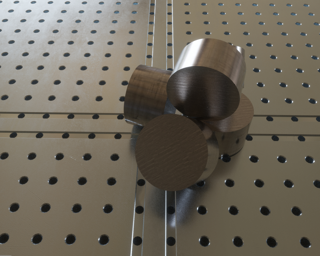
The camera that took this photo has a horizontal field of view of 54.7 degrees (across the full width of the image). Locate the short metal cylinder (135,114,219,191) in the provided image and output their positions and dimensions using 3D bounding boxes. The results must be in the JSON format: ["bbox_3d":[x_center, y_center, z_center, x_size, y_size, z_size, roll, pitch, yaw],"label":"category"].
[{"bbox_3d":[0.020,0.026,0.342,0.080,0.050,0.080,-1,87,23],"label":"short metal cylinder"}]

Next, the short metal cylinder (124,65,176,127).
[{"bbox_3d":[-0.008,-0.038,0.403,0.050,0.080,0.080,15,52,12],"label":"short metal cylinder"}]

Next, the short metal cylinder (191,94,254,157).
[{"bbox_3d":[0.074,-0.009,0.398,0.081,0.050,0.080,0,49,0],"label":"short metal cylinder"}]

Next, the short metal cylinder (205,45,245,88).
[{"bbox_3d":[0.076,-0.081,0.431,0.080,0.080,0.050,2,90,1],"label":"short metal cylinder"}]

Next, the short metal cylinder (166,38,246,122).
[{"bbox_3d":[0.053,-0.053,0.350,0.080,0.080,0.050,14,51,11],"label":"short metal cylinder"}]
